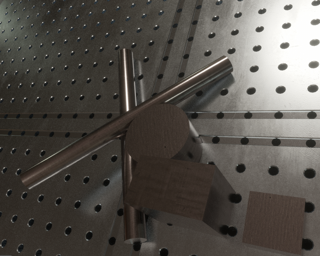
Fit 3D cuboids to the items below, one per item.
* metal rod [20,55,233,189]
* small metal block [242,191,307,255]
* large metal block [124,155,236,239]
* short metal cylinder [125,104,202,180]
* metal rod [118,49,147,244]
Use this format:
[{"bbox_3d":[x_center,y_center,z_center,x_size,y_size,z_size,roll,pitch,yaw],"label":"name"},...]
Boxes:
[{"bbox_3d":[-0.039,-0.010,0.402,0.301,0.025,0.025,-30,51,-4],"label":"metal rod"},{"bbox_3d":[0.110,0.091,0.295,0.050,0.025,0.050,3,63,29],"label":"small metal block"},{"bbox_3d":[0.024,0.071,0.316,0.080,0.080,0.050,5,64,30],"label":"large metal block"},{"bbox_3d":[0.006,0.017,0.376,0.080,0.050,0.080,-12,56,19],"label":"short metal cylinder"},{"bbox_3d":[-0.042,0.002,0.427,0.025,0.025,0.299,-19,54,17],"label":"metal rod"}]
